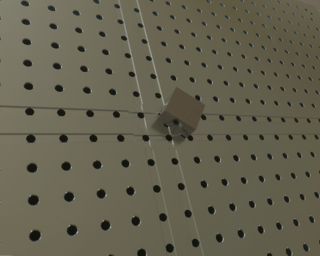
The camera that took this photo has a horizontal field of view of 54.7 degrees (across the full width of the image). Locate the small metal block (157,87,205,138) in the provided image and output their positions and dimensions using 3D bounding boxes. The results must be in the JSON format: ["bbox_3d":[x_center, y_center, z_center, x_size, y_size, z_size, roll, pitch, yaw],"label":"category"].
[{"bbox_3d":[0.031,-0.023,0.441,0.050,0.025,0.050,32,51,-8],"label":"small metal block"}]
